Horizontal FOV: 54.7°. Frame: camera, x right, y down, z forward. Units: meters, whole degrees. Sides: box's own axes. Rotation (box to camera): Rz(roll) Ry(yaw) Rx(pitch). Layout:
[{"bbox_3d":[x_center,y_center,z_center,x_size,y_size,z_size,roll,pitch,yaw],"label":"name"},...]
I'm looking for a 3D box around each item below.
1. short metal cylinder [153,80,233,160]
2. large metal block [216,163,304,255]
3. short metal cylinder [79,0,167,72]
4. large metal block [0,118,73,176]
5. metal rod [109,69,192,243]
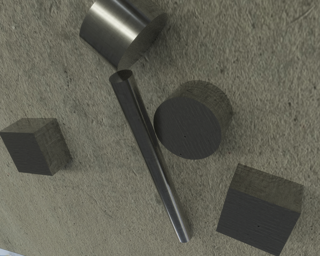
[{"bbox_3d":[0.039,-0.010,0.364,0.080,0.050,0.079,13,124,21],"label":"short metal cylinder"},{"bbox_3d":[0.123,0.102,0.389,0.080,0.050,0.079,18,126,17],"label":"large metal block"},{"bbox_3d":[-0.038,-0.105,0.327,0.050,0.080,0.080,41,129,0],"label":"short metal cylinder"},{"bbox_3d":[-0.206,0.030,0.518,0.080,0.050,0.080,1,119,28],"label":"large metal block"},{"bbox_3d":[0.000,0.060,0.403,0.025,0.025,0.299,3,133,27],"label":"metal rod"}]
